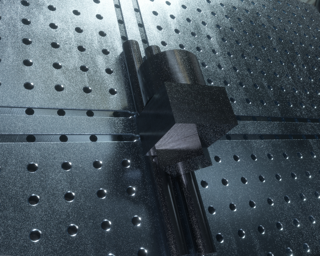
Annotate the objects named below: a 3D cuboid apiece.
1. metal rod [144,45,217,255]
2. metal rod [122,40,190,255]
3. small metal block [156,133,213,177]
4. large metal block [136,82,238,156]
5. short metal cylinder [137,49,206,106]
[{"bbox_3d":[0.020,0.012,0.415,0.025,0.025,0.299,1,61,-28],"label":"metal rod"},{"bbox_3d":[-0.012,0.008,0.399,0.025,0.025,0.299,1,61,-28],"label":"metal rod"},{"bbox_3d":[0.029,0.033,0.360,0.050,0.050,0.025,46,27,-62],"label":"small metal block"},{"bbox_3d":[0.028,-0.008,0.363,0.081,0.080,0.050,0,62,-29],"label":"large metal block"},{"bbox_3d":[0.016,-0.052,0.387,0.081,0.080,0.050,1,62,-28],"label":"short metal cylinder"}]
